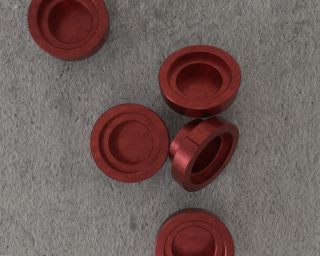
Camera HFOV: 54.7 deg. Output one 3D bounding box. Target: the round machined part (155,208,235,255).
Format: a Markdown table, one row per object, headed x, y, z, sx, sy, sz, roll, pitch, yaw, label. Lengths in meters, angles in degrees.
| x | y | z | sx | sy | sz | roll | pitch | yaw | label |
| --- | --- | --- | --- | --- | --- | --- | --- | --- | --- |
| 0.043 | 0.152 | 0.402 | 0.099 | 0.042 | 0.097 | 0 | 90 | 0 | round machined part |

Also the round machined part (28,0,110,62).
| x | y | z | sx | sy | sz | roll | pitch | yaw | label |
| --- | --- | --- | --- | --- | --- | --- | --- | --- | --- |
| -0.113 | -0.134 | 0.400 | 0.099 | 0.042 | 0.097 | 0 | 90 | 0 | round machined part |

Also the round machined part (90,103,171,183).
| x | y | z | sx | sy | sz | roll | pitch | yaw | label |
| --- | --- | --- | --- | --- | --- | --- | --- | --- | --- |
| -0.035 | 0.019 | 0.398 | 0.099 | 0.042 | 0.097 | 0 | 89 | 5 | round machined part |

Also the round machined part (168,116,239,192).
| x | y | z | sx | sy | sz | roll | pitch | yaw | label |
| --- | --- | --- | --- | --- | --- | --- | --- | --- | --- |
| 0.049 | 0.027 | 0.383 | 0.042 | 0.098 | 0.098 | 37 | 90 | 35 | round machined part |

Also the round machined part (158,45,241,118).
| x | y | z | sx | sy | sz | roll | pitch | yaw | label |
| --- | --- | --- | --- | --- | --- | --- | --- | --- | --- |
| 0.049 | -0.054 | 0.388 | 0.099 | 0.042 | 0.098 | -3 | 60 | 5 | round machined part |
